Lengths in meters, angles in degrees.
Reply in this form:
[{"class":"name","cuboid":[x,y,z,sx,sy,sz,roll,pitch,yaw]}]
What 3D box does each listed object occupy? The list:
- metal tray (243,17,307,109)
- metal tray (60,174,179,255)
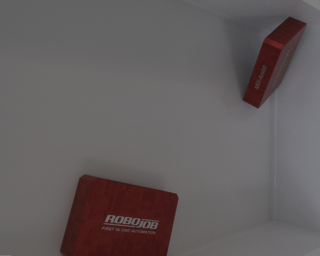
[{"class":"metal tray","cuboid":[0.187,-0.105,0.512,0.090,0.030,0.129,-42,153,-31]},{"class":"metal tray","cuboid":[-0.041,0.112,0.369,0.131,0.030,0.090,21,77,-38]}]
